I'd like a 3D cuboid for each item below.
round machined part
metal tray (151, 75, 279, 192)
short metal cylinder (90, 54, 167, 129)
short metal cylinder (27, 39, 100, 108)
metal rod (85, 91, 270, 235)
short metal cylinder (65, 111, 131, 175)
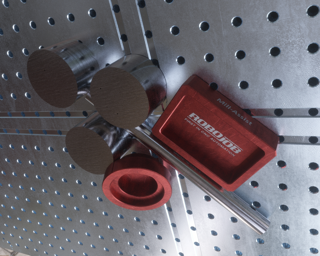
[{"bbox_3d":[-0.031,0.074,0.449,0.099,0.042,0.097,2,132,2],"label":"round machined part"},{"bbox_3d":[0.064,0.009,0.379,0.130,0.030,0.089,37,130,3],"label":"metal tray"},{"bbox_3d":[-0.039,-0.046,0.386,0.080,0.050,0.079,13,124,21],"label":"short metal cylinder"},{"bbox_3d":[-0.129,-0.074,0.418,0.080,0.050,0.079,13,124,21],"label":"short metal cylinder"},{"bbox_3d":[0.023,0.043,0.426,0.300,0.025,0.025,38,129,2],"label":"metal rod"},{"bbox_3d":[-0.090,0.021,0.455,0.080,0.050,0.079,13,124,21],"label":"short metal cylinder"}]
